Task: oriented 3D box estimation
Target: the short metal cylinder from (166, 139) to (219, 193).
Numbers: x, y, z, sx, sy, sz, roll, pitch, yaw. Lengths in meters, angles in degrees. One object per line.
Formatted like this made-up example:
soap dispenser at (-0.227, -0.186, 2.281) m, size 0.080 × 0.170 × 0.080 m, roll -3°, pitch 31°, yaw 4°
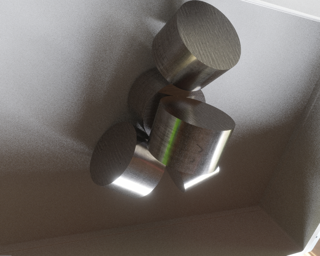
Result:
short metal cylinder at (0.035, 0.039, 0.414) m, size 0.050 × 0.080 × 0.080 m, roll -25°, pitch 128°, yaw -12°

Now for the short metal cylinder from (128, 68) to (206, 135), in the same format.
short metal cylinder at (0.008, -0.028, 0.376) m, size 0.081 × 0.050 × 0.079 m, roll -14°, pitch 124°, yaw -21°

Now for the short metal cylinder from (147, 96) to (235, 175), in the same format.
short metal cylinder at (0.032, 0.005, 0.326) m, size 0.081 × 0.080 × 0.050 m, roll 3°, pitch 117°, yaw -30°

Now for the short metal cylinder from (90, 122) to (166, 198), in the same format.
short metal cylinder at (-0.039, 0.039, 0.373) m, size 0.050 × 0.080 × 0.080 m, roll 33°, pitch 100°, yaw -38°

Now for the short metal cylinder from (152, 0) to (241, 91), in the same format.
short metal cylinder at (0.038, -0.086, 0.330) m, size 0.081 × 0.080 × 0.050 m, roll 4°, pitch 159°, yaw -30°
